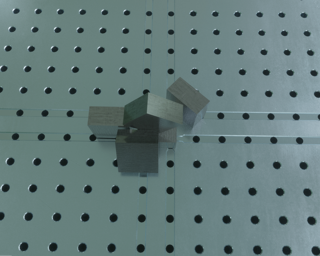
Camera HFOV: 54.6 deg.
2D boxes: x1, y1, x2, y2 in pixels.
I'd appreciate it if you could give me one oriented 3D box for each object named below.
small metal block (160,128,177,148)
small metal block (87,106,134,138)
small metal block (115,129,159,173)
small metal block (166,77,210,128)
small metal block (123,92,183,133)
[{"bbox_3d":[-0.004,-0.001,0.412,0.050,0.025,0.050,2,70,0],"label":"small metal block"},{"bbox_3d":[-0.062,-0.006,0.400,0.050,0.050,0.025,1,71,1],"label":"small metal block"},{"bbox_3d":[-0.027,0.029,0.385,0.050,0.050,0.025,1,38,0],"label":"small metal block"},{"bbox_3d":[0.035,-0.032,0.411,0.050,0.050,0.025,41,75,13],"label":"small metal block"},{"bbox_3d":[-0.008,-0.015,0.367,0.050,0.050,0.025,16,66,-34],"label":"small metal block"}]
